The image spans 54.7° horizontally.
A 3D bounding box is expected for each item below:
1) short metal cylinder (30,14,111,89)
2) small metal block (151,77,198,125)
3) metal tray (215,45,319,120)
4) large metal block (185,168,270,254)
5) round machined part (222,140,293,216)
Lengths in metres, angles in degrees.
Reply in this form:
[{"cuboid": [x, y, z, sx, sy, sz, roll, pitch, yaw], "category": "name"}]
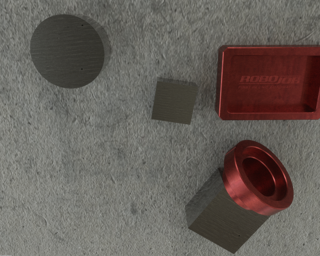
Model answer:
[{"cuboid": [-0.101, -0.091, 0.362, 0.081, 0.050, 0.079, 0, 110, -1], "category": "short metal cylinder"}, {"cuboid": [0.018, -0.035, 0.397, 0.050, 0.025, 0.050, 8, 110, -4], "category": "small metal block"}, {"cuboid": [0.139, -0.057, 0.388, 0.131, 0.030, 0.089, 0, 110, -1], "category": "metal tray"}, {"cuboid": [0.094, 0.118, 0.441, 0.080, 0.050, 0.080, 33, 107, -12], "category": "large metal block"}, {"cuboid": [0.121, 0.067, 0.403, 0.098, 0.098, 0.042, 32, 132, -12], "category": "round machined part"}]
